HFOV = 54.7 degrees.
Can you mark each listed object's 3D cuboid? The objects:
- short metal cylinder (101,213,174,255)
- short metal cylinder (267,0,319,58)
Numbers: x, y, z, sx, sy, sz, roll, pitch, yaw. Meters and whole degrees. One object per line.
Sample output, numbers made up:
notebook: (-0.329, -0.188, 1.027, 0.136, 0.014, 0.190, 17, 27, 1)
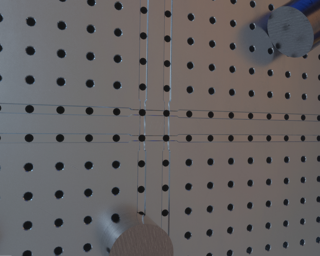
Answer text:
short metal cylinder: (-0.030, 0.153, 0.390, 0.081, 0.050, 0.079, 0, 90, -21)
short metal cylinder: (0.210, -0.153, 0.463, 0.050, 0.080, 0.080, -34, 101, -17)
